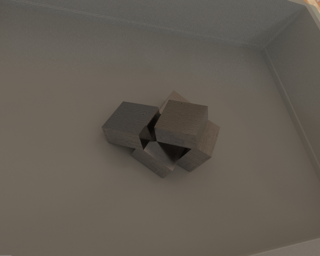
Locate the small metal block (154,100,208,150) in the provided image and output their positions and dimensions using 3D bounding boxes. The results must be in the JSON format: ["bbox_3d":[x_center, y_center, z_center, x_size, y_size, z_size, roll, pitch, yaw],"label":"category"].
[{"bbox_3d":[0.027,-0.005,0.375,0.050,0.025,0.050,11,49,19],"label":"small metal block"}]

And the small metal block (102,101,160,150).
[{"bbox_3d":[-0.033,-0.004,0.374,0.050,0.025,0.050,11,46,25],"label":"small metal block"}]

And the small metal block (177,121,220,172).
[{"bbox_3d":[0.049,0.022,0.402,0.025,0.050,0.050,31,52,-9],"label":"small metal block"}]

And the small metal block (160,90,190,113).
[{"bbox_3d":[0.023,-0.016,0.427,0.050,0.025,0.050,36,51,-4],"label":"small metal block"}]

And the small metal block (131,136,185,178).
[{"bbox_3d":[0.000,0.026,0.389,0.050,0.025,0.050,36,51,-4],"label":"small metal block"}]
